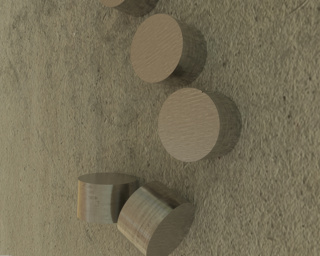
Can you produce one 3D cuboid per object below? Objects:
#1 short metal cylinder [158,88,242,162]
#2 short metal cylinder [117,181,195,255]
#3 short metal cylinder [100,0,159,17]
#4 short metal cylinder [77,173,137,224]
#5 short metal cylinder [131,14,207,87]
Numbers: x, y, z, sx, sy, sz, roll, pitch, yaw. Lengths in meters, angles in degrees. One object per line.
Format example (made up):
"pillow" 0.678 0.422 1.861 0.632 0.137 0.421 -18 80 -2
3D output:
"short metal cylinder" 0.045 -0.004 0.352 0.080 0.050 0.080 0 90 40
"short metal cylinder" -0.004 0.111 0.372 0.050 0.081 0.079 30 109 36
"short metal cylinder" -0.041 -0.199 0.423 0.080 0.050 0.080 0 90 40
"short metal cylinder" -0.074 0.094 0.430 0.080 0.081 0.050 5 93 40
"short metal cylinder" 0.010 -0.093 0.380 0.080 0.050 0.080 0 90 40
